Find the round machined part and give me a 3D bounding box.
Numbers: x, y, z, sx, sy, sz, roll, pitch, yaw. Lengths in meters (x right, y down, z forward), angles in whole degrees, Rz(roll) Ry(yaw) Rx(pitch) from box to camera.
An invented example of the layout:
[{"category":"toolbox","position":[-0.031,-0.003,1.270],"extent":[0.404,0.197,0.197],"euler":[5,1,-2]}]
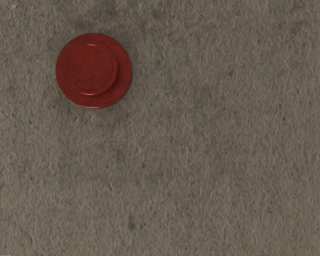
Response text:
[{"category":"round machined part","position":[-0.086,-0.075,0.400],"extent":[0.099,0.042,0.097],"euler":[0,90,-1]}]
